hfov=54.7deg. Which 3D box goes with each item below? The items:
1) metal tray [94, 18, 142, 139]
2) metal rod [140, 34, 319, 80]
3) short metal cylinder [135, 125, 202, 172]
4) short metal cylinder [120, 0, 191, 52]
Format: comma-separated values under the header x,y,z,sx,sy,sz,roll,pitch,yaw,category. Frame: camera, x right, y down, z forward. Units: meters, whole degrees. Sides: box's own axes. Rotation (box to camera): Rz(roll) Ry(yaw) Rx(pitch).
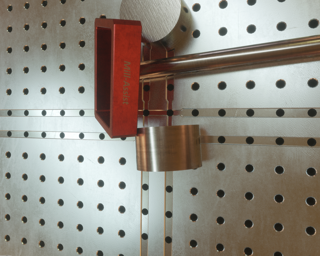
x,y,z,sx,sy,sz,roll,pitch,yaw,category
-0.054,-0.063,0.372,0.090,0.030,0.129,-142,52,-59,metal tray
0.069,-0.084,0.388,0.301,0.025,0.025,-4,89,19,metal rod
0.010,0.023,0.380,0.080,0.080,0.050,-4,89,20,short metal cylinder
-0.005,-0.144,0.401,0.080,0.050,0.079,0,90,20,short metal cylinder
